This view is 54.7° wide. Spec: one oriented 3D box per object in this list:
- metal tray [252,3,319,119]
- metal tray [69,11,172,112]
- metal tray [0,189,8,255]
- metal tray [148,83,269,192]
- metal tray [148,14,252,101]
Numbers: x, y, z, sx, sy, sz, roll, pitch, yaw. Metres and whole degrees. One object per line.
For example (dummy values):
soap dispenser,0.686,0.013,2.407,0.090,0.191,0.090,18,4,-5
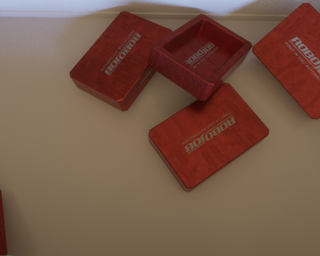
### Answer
metal tray,0.201,-0.087,0.413,0.090,0.030,0.130,-41,77,21
metal tray,-0.051,-0.097,0.435,0.090,0.030,0.130,28,72,18
metal tray,-0.225,0.094,0.307,0.030,0.131,0.090,-40,53,18
metal tray,0.062,0.010,0.404,0.131,0.030,0.090,-33,74,-12
metal tray,0.057,-0.100,0.417,0.090,0.030,0.131,36,50,12
